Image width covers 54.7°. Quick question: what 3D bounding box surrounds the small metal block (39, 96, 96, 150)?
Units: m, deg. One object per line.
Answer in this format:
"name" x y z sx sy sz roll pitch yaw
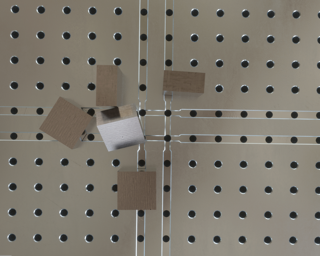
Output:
"small metal block" -0.121 -0.007 0.412 0.050 0.025 0.050 32 90 -1

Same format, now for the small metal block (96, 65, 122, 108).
"small metal block" -0.065 -0.052 0.400 0.025 0.050 0.050 1 90 0

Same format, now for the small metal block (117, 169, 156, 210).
"small metal block" -0.030 0.081 0.413 0.050 0.025 0.050 0 90 -1

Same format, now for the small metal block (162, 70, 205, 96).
"small metal block" 0.029 -0.056 0.401 0.050 0.050 0.025 4 90 -1

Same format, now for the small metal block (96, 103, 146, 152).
"small metal block" -0.050 0.000 0.399 0.050 0.050 0.025 -14 46 0
